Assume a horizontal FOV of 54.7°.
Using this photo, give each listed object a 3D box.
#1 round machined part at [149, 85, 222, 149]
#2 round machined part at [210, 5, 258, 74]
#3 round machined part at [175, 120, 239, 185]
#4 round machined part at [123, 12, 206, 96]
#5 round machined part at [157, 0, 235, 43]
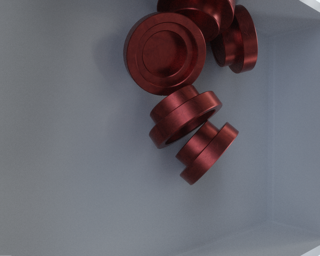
[{"bbox_3d":[0.026,-0.018,0.393,0.099,0.097,0.042,-26,77,-37],"label":"round machined part"},{"bbox_3d":[0.105,-0.129,0.462,0.042,0.098,0.097,-15,102,-3],"label":"round machined part"},{"bbox_3d":[0.059,0.028,0.423,0.042,0.097,0.098,42,59,7],"label":"round machined part"},{"bbox_3d":[0.003,-0.092,0.382,0.099,0.042,0.097,-7,114,-16],"label":"round machined part"},{"bbox_3d":[0.044,-0.144,0.395,0.098,0.098,0.042,27,65,-37],"label":"round machined part"}]
